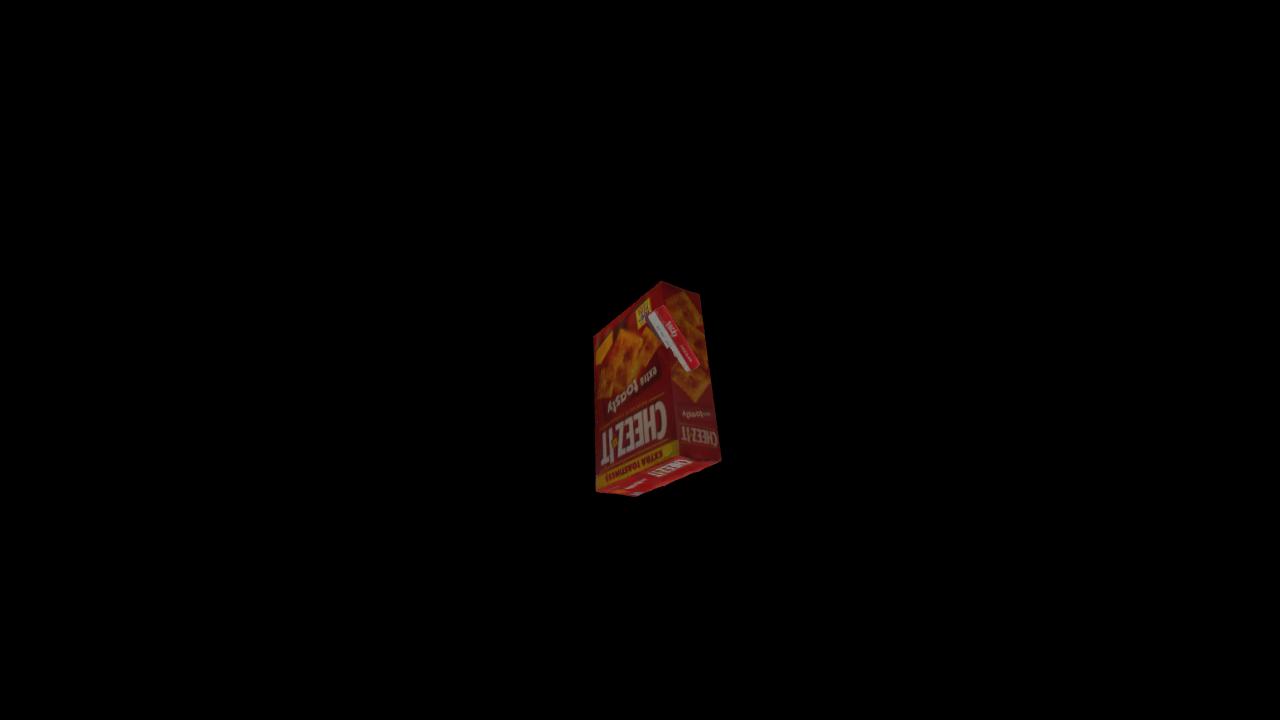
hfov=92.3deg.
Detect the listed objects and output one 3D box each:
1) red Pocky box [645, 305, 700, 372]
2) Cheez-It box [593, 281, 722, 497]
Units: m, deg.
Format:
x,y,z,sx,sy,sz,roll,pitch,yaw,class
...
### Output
x,y,z,sx,sy,sz,roll,pitch,yaw,class
0.036,-0.022,0.769,0.028,0.083,0.155,-32,0,-2,red Pocky box
0.011,0.040,0.758,0.071,0.223,0.166,14,-31,-32,Cheez-It box
